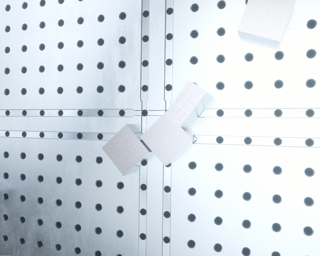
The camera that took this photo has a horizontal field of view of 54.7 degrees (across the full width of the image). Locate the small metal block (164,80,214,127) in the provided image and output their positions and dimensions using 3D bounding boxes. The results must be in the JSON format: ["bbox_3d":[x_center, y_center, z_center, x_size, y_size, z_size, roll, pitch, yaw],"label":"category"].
[{"bbox_3d":[0.037,-0.028,0.386,0.025,0.050,0.050,39,102,15],"label":"small metal block"}]

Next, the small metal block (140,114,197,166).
[{"bbox_3d":[0.011,0.013,0.408,0.050,0.025,0.050,-44,77,14],"label":"small metal block"}]

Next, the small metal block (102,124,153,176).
[{"bbox_3d":[-0.043,0.030,0.427,0.050,0.025,0.050,-43,77,14],"label":"small metal block"}]

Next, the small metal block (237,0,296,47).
[{"bbox_3d":[0.126,-0.130,0.368,0.050,0.025,0.050,21,97,18],"label":"small metal block"}]
